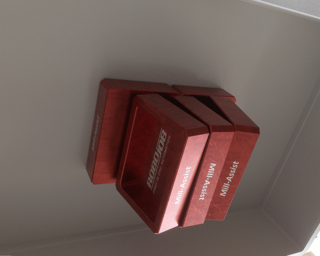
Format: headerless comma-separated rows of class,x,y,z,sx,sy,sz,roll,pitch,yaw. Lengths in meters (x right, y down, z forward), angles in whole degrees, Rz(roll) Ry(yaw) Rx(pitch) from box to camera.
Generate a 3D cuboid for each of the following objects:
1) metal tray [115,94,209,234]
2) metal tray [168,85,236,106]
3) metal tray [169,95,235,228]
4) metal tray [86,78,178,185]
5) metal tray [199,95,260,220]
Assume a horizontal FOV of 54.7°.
metal tray,-0.004,0.038,0.343,0.030,0.090,0.129,-8,123,-40
metal tray,0.043,0.008,0.432,0.091,0.030,0.129,0,118,-29
metal tray,0.031,0.037,0.364,0.030,0.090,0.129,0,117,-28
metal tray,-0.036,0.007,0.387,0.091,0.030,0.129,0,118,-29
metal tray,0.068,0.036,0.382,0.030,0.090,0.129,7,116,-16
